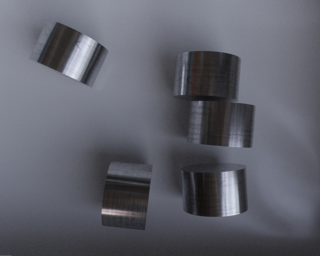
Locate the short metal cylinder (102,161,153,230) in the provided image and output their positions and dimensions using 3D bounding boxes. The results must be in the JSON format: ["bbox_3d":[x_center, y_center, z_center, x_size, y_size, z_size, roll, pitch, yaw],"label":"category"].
[{"bbox_3d":[-0.039,0.083,0.384,0.050,0.080,0.079,7,90,0],"label":"short metal cylinder"}]

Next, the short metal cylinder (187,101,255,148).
[{"bbox_3d":[0.075,-0.004,0.385,0.081,0.080,0.050,4,90,-1],"label":"short metal cylinder"}]

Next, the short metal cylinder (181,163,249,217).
[{"bbox_3d":[0.067,0.074,0.385,0.081,0.080,0.050,-3,90,-1],"label":"short metal cylinder"}]

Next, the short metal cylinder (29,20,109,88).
[{"bbox_3d":[-0.111,-0.090,0.382,0.080,0.080,0.050,24,90,-1],"label":"short metal cylinder"}]

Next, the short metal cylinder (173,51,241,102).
[{"bbox_3d":[0.058,-0.061,0.385,0.081,0.080,0.050,4,90,-1],"label":"short metal cylinder"}]
